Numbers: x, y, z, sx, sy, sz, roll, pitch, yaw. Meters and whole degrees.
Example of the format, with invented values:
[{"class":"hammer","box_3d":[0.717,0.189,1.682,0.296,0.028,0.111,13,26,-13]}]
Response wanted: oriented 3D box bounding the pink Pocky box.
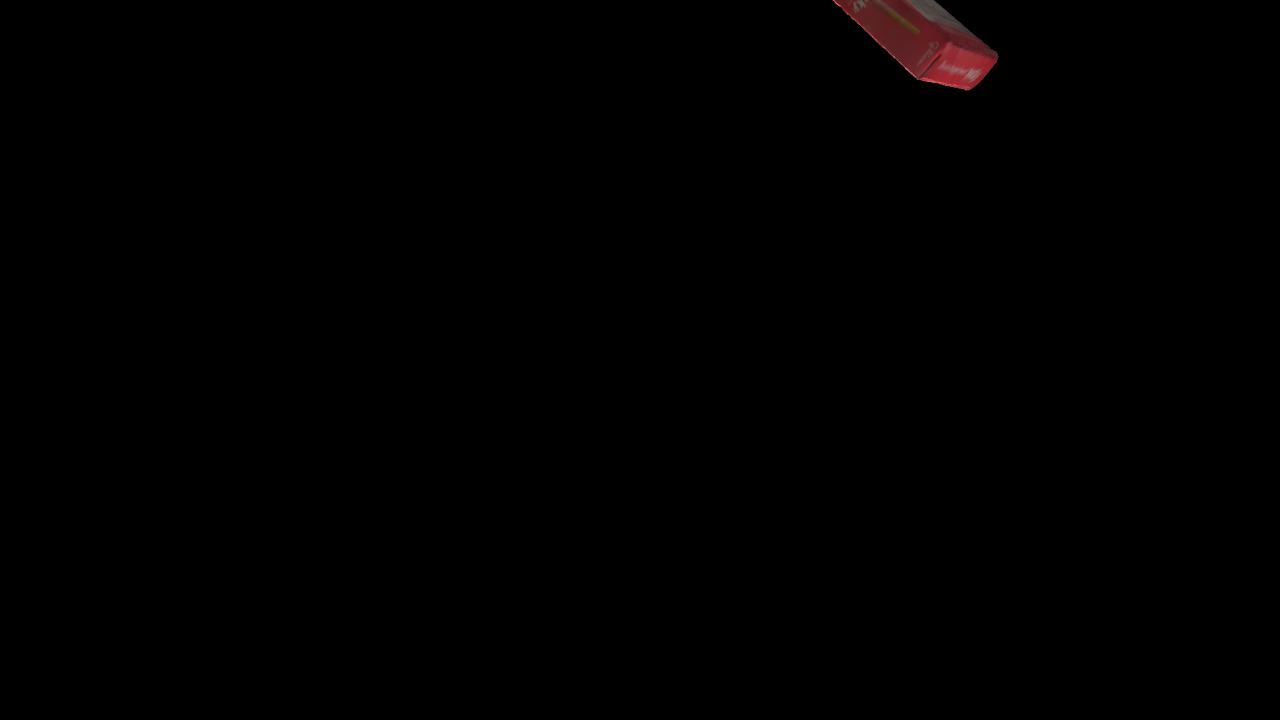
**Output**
[{"class":"pink Pocky box","box_3d":[0.166,-0.245,0.417,0.084,0.155,0.029,-16,-26,-41]}]
